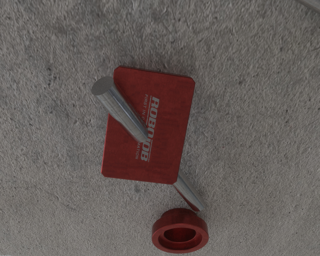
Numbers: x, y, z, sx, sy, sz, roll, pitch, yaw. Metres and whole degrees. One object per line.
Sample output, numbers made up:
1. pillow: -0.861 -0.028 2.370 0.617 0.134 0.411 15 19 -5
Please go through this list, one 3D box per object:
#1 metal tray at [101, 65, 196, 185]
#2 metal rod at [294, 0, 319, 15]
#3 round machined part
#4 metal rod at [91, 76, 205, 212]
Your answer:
1. metal tray: -0.016 -0.003 0.366 0.091 0.030 0.129 8 103 -7
2. metal rod: 0.141 -0.132 0.296 0.302 0.025 0.025 20 127 -17
3. round machined part: 0.035 0.179 0.549 0.099 0.042 0.097 0 130 0
4. metal rod: 0.004 0.043 0.409 0.025 0.025 0.300 -19 139 15
